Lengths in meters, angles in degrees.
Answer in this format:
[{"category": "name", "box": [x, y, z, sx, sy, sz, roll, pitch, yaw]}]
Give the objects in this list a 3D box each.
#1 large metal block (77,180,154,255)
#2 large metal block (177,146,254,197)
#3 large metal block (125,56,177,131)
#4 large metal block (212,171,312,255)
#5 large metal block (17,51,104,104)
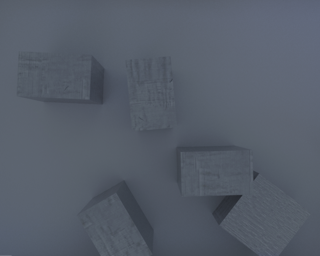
[{"category": "large metal block", "box": [-0.050, 0.118, 0.383, 0.050, 0.080, 0.080, -30, 90, 0]}, {"category": "large metal block", "box": [0.064, 0.050, 0.385, 0.081, 0.080, 0.050, -1, 90, -1]}, {"category": "large metal block", "box": [-0.010, -0.038, 0.384, 0.050, 0.080, 0.079, -5, 90, 0]}, {"category": "large metal block", "box": [0.128, 0.111, 0.401, 0.080, 0.050, 0.080, 38, 90, -1]}, {"category": "large metal block", "box": [-0.117, -0.058, 0.382, 0.081, 0.080, 0.050, 3, 90, -1]}]
